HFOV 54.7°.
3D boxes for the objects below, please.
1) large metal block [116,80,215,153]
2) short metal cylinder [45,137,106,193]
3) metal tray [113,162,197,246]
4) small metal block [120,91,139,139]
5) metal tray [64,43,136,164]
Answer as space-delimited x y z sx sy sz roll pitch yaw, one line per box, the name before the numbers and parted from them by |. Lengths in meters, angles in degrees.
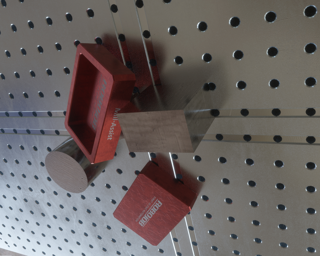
large metal block | 0.010 -0.014 0.361 0.080 0.080 0.050 -2 118 28
short metal cylinder | -0.136 0.058 0.500 0.080 0.050 0.079 13 124 20
metal tray | -0.012 0.123 0.489 0.090 0.030 0.129 35 129 4
small metal block | -0.044 -0.016 0.423 0.050 0.025 0.050 -16 111 34
metal tray | -0.082 -0.030 0.396 0.090 0.030 0.129 45 129 34
